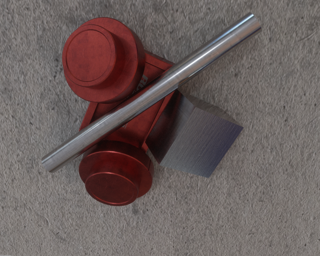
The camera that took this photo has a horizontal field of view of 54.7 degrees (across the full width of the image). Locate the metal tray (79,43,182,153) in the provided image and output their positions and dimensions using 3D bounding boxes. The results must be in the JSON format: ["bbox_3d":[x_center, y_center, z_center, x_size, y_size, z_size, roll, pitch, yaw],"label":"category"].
[{"bbox_3d":[-0.037,-0.034,0.395,0.090,0.030,0.129,23,108,-9],"label":"metal tray"}]

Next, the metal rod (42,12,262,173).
[{"bbox_3d":[-0.019,-0.035,0.367,0.300,0.025,0.025,-33,107,11],"label":"metal rod"}]

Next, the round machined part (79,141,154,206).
[{"bbox_3d":[-0.059,0.066,0.407,0.099,0.042,0.097,4,131,5],"label":"round machined part"}]

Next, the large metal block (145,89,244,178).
[{"bbox_3d":[0.041,0.009,0.386,0.080,0.050,0.080,19,110,-33],"label":"large metal block"}]

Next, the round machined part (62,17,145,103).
[{"bbox_3d":[-0.070,-0.078,0.351,0.098,0.042,0.097,0,89,20],"label":"round machined part"}]
